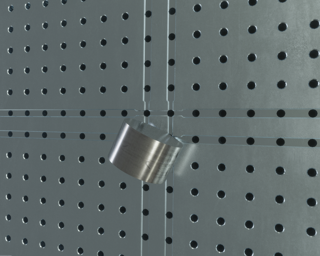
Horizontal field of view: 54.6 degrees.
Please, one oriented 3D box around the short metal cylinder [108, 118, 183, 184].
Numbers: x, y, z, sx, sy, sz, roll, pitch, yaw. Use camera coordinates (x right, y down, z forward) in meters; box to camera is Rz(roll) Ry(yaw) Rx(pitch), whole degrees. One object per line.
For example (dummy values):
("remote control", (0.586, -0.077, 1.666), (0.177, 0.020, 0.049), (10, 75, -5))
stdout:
("short metal cylinder", (-0.018, 0.028, 0.390), (0.080, 0.080, 0.050), (28, 100, 18))
